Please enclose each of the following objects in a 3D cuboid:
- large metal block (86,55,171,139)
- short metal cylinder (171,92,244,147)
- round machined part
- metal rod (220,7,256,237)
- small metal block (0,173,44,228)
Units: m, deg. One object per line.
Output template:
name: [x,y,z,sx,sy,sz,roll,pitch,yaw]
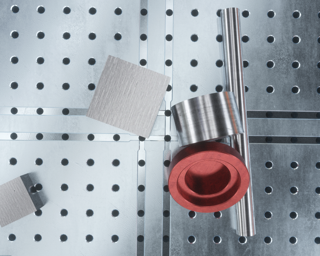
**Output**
large metal block: [-0.038,-0.038,0.400,0.080,0.050,0.080,20,90,-1]
short metal cylinder: [0.058,-0.009,0.384,0.080,0.080,0.050,-12,84,0]
round machined part: [0.059,0.057,0.392,0.099,0.042,0.097,0,121,1]
metal rod: [0.104,-0.008,0.414,0.025,0.025,0.298,-4,90,-1]
small metal block: [-0.192,0.095,0.411,0.050,0.025,0.050,-26,90,-1]
